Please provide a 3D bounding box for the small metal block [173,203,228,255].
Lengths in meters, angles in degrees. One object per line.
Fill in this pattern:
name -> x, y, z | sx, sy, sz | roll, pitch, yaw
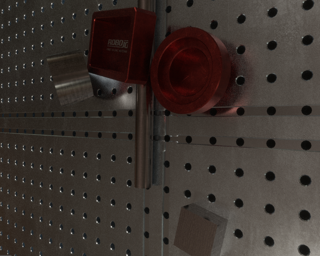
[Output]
small metal block -> 0.048, 0.125, 0.368 | 0.050, 0.025, 0.050 | 18, 101, 38

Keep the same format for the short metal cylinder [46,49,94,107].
short metal cylinder -> -0.139, -0.077, 0.480 | 0.080, 0.050, 0.080 | 164, 90, -74

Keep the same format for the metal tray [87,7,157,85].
metal tray -> -0.058, -0.114, 0.427 | 0.130, 0.030, 0.089 | 24, 109, 52

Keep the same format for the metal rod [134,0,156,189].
metal rod -> -0.020, -0.068, 0.423 | 0.025, 0.025, 0.298 | 2, 91, 39

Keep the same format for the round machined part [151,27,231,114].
round machined part -> 0.039, -0.065, 0.365 | 0.098, 0.042, 0.097 | 0, 90, 39
